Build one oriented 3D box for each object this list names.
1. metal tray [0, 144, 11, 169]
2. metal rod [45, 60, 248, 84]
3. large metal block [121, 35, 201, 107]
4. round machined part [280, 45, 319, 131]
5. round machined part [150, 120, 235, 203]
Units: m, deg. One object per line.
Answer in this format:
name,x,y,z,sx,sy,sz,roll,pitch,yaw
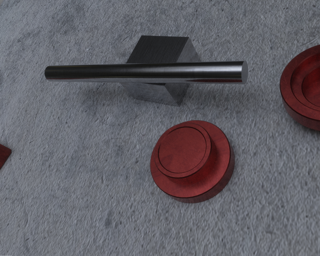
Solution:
metal tray,-0.321,0.076,0.521,0.090,0.030,0.130,16,70,34
metal rod,-0.039,-0.072,0.404,0.300,0.025,0.025,6,65,30
large metal block,0.000,-0.082,0.438,0.080,0.050,0.080,13,68,33
round machined part,0.179,-0.038,0.323,0.098,0.042,0.098,-13,56,21
round machined part,0.032,0.033,0.356,0.098,0.042,0.098,-13,56,21
